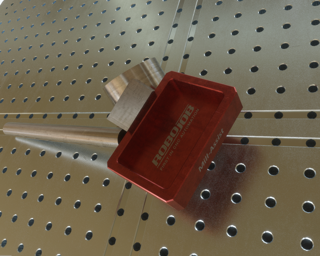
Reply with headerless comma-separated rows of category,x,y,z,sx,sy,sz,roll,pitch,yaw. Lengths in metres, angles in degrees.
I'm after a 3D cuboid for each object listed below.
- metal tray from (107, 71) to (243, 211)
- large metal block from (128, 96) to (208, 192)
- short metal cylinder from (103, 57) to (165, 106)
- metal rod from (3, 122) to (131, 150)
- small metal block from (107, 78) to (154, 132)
metal tray,0.015,0.007,0.323,0.090,0.030,0.130,22,73,36
large metal block,0.003,0.019,0.376,0.080,0.050,0.080,-31,52,8
short metal cylinder,-0.027,-0.050,0.409,0.080,0.080,0.050,-30,95,8
metal rod,-0.150,0.007,0.442,0.300,0.025,0.025,3,63,41
small metal block,-0.031,-0.027,0.346,0.025,0.050,0.050,33,98,-1
